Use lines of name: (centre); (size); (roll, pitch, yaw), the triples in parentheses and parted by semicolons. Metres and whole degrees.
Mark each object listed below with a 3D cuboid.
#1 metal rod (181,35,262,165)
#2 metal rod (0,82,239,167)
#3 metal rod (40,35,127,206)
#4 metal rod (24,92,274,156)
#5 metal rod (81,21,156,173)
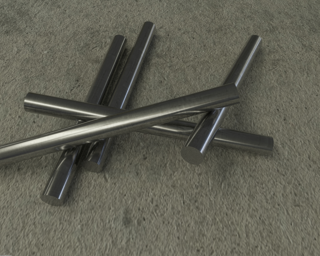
metal rod: (0.097, -0.059, 0.424); (0.025, 0.025, 0.301); (20, 44, 16)
metal rod: (-0.060, -0.001, 0.356); (0.302, 0.025, 0.025); (-15, 51, 2)
metal rod: (-0.093, -0.034, 0.431); (0.025, 0.025, 0.300); (7, 50, 6)
metal rod: (-0.012, -0.005, 0.382); (0.302, 0.025, 0.025); (10, 51, -1)
metal rod: (-0.050, -0.067, 0.458); (0.025, 0.025, 0.300); (9, 50, 7)
